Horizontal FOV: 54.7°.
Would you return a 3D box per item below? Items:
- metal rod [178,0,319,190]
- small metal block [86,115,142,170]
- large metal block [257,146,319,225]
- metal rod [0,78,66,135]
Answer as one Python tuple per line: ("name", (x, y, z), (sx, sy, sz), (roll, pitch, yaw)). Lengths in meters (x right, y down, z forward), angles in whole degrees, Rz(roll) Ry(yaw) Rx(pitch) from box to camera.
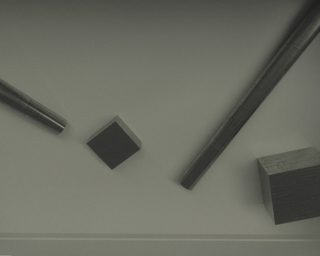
("metal rod", (0.120, -0.037, 0.399), (0.025, 0.025, 0.299), (32, 107, -12))
("small metal block", (-0.061, 0.020, 0.418), (0.050, 0.025, 0.050), (-37, 107, 12))
("large metal block", (0.187, 0.079, 0.430), (0.080, 0.050, 0.079), (-13, 110, 4))
("metal rod", (-0.219, -0.072, 0.310), (0.025, 0.025, 0.301), (-39, 134, 13))
